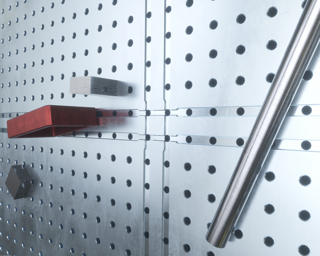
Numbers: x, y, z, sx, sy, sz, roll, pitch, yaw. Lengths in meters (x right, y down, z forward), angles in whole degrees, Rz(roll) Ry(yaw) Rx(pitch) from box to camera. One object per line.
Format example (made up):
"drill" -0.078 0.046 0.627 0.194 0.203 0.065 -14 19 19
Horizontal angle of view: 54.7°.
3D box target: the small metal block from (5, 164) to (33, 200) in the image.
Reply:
"small metal block" -0.297 0.113 0.650 0.050 0.025 0.050 43 116 31

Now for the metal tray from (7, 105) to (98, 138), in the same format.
"metal tray" -0.178 -0.008 0.510 0.130 0.091 0.030 -12 82 39

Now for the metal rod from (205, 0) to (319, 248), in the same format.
"metal rod" 0.111 -0.007 0.316 0.025 0.025 0.298 30 109 35

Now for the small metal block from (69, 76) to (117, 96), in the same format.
"small metal block" -0.102 -0.063 0.475 0.050 0.050 0.025 6 94 39
